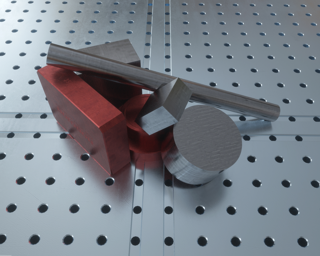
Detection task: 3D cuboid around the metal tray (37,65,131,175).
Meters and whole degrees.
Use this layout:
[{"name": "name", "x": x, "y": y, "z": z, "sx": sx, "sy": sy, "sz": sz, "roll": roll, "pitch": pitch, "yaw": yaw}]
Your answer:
[{"name": "metal tray", "x": -0.091, "y": -0.013, "z": 0.374, "sx": 0.030, "sy": 0.089, "sz": 0.130, "roll": -36, "pitch": 59, "yaw": -26}]

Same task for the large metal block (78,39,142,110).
[{"name": "large metal block", "x": -0.071, "y": -0.067, "z": 0.425, "sx": 0.081, "sy": 0.080, "sz": 0.050, "roll": -17, "pitch": 52, "yaw": -14}]

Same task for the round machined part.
[{"name": "round machined part", "x": -0.016, "y": -0.007, "z": 0.406, "sx": 0.099, "sy": 0.042, "sz": 0.098, "roll": 0, "pitch": 50, "yaw": 0}]

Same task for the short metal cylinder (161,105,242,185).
[{"name": "short metal cylinder", "x": 0.047, "y": 0.020, "z": 0.360, "sx": 0.081, "sy": 0.050, "sz": 0.080, "roll": 7, "pitch": 62, "yaw": -13}]

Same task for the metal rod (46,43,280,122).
[{"name": "metal rod", "x": 0.017, "y": -0.052, "z": 0.390, "sx": 0.302, "sy": 0.025, "sz": 0.025, "roll": 13, "pitch": 48, "yaw": -15}]

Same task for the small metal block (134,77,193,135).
[{"name": "small metal block", "x": 0.004, "y": -0.024, "z": 0.355, "sx": 0.025, "sy": 0.050, "sz": 0.050, "roll": 44, "pitch": 49, "yaw": -20}]
